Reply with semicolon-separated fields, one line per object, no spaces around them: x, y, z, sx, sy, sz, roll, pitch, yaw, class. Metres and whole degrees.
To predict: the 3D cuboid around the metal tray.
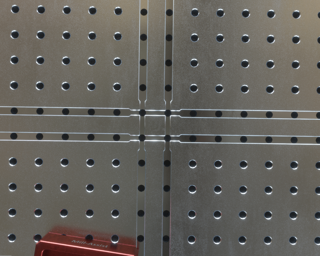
-0.100;0.197;0.409;0.131;0.030;0.089;9;90;-1;metal tray
